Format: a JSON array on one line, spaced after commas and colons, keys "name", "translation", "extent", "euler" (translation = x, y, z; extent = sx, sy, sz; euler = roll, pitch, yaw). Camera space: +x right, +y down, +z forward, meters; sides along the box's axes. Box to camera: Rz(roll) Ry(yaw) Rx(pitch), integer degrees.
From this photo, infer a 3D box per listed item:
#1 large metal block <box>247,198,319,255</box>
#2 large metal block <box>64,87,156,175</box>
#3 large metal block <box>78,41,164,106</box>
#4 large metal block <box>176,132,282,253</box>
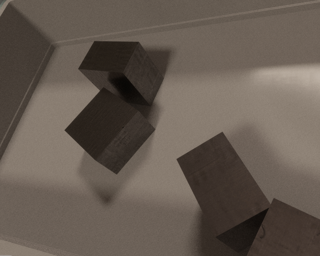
[{"name": "large metal block", "translation": [0.124, 0.101, 0.239], "extent": [0.080, 0.080, 0.050], "euler": [23, 83, 36]}, {"name": "large metal block", "translation": [-0.068, 0.002, 0.422], "extent": [0.080, 0.050, 0.080], "euler": [35, 81, 38]}, {"name": "large metal block", "translation": [-0.053, -0.078, 0.445], "extent": [0.080, 0.080, 0.050], "euler": [11, 67, 32]}, {"name": "large metal block", "translation": [0.067, 0.063, 0.296], "extent": [0.050, 0.080, 0.080], "euler": [-32, 52, 7]}]
